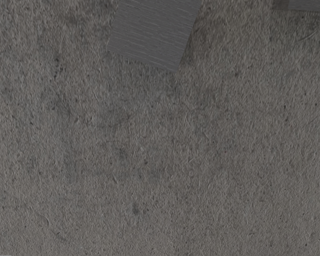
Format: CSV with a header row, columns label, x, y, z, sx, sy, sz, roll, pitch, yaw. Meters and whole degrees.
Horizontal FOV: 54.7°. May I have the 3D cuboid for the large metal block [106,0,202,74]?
label,x,y,z,sx,sy,sz,roll,pitch,yaw
large metal block,-0.007,-0.117,0.353,0.080,0.050,0.079,18,109,-7

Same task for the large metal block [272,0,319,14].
label,x,y,z,sx,sy,sz,roll,pitch,yaw
large metal block,0.177,-0.168,0.336,0.081,0.050,0.079,4,110,-2
